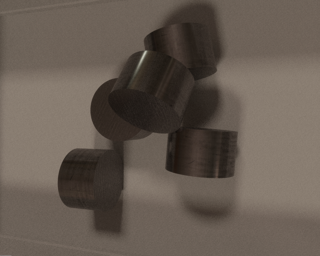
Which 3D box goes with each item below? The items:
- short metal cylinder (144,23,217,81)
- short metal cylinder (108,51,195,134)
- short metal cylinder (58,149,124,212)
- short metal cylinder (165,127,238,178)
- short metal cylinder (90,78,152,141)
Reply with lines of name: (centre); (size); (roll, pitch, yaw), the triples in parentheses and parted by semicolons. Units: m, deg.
short metal cylinder: (0.024, -0.086, 0.372); (0.080, 0.080, 0.050); (-10, 87, 19)
short metal cylinder: (-0.008, -0.036, 0.333); (0.080, 0.080, 0.050); (12, 62, 19)
short metal cylinder: (-0.089, 0.068, 0.411); (0.050, 0.080, 0.079); (1, 90, 20)
short metal cylinder: (0.048, 0.026, 0.364); (0.080, 0.080, 0.050); (5, 92, 19)
short metal cylinder: (-0.044, -0.023, 0.412); (0.080, 0.050, 0.079); (0, 90, 19)
